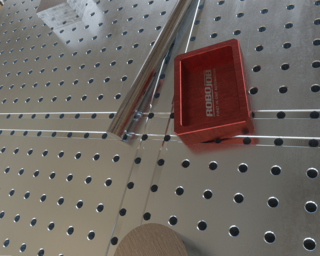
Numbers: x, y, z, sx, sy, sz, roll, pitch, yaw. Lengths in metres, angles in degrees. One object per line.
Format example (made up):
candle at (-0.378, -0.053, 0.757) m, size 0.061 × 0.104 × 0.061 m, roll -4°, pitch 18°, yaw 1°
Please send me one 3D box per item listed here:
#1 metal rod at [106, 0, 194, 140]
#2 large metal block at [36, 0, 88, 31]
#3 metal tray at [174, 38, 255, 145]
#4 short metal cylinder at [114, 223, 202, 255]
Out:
metal rod at (-0.003, -0.117, 0.481) m, size 0.025 × 0.025 × 0.300 m, roll 13°, pitch 68°, yaw 33°
large metal block at (-0.207, -0.266, 0.665) m, size 0.080 × 0.050 × 0.080 m, roll -9°, pitch 58°, yaw 23°
metal tray at (0.065, -0.048, 0.400) m, size 0.090 × 0.030 × 0.130 m, roll -12°, pitch 57°, yaw 21°
short metal cylinder at (-0.001, 0.141, 0.306) m, size 0.080 × 0.050 × 0.080 m, roll -13°, pitch 56°, yaw 21°
